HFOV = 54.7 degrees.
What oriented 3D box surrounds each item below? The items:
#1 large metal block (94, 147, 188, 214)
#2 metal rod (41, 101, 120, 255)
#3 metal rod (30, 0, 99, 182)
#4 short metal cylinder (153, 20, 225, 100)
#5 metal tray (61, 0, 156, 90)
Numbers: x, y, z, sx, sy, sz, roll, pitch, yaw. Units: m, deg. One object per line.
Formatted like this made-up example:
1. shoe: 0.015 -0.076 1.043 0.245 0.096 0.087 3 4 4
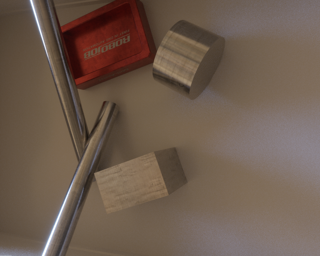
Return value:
1. large metal block: -0.021 0.063 0.388 0.080 0.080 0.050 -21 83 18
2. metal rod: -0.106 0.097 0.369 0.025 0.025 0.300 6 61 19
3. metal rod: -0.120 -0.063 0.385 0.025 0.025 0.298 0 115 20
4. short metal cylinder: 0.035 -0.080 0.368 0.050 0.080 0.080 31 100 17
5. metal tray: -0.077 -0.117 0.433 0.130 0.030 0.090 -18 84 18
